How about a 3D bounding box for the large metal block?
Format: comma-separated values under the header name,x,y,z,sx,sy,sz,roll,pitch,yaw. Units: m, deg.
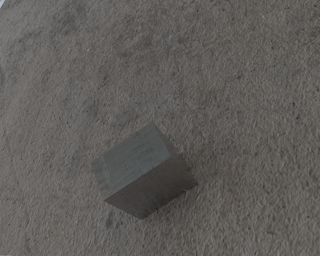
name,x,y,z,sx,sy,sz,roll,pitch,yaw
large metal block,-0.015,0.051,0.346,0.080,0.080,0.050,-34,51,6
